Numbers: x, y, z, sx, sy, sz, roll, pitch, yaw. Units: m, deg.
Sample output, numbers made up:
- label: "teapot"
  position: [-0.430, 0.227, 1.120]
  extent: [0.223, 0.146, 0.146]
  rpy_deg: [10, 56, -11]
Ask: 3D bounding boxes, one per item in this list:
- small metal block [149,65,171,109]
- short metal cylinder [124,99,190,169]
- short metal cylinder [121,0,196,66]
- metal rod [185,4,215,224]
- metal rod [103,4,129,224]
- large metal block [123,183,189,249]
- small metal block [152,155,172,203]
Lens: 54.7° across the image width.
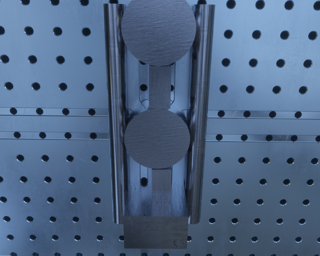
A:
- label: "small metal block"
  position: [0.000, -0.055, 0.378]
  extent: [0.025, 0.050, 0.050]
  rpy_deg: [1, 110, 0]
- label: "short metal cylinder"
  position: [-0.003, 0.006, 0.402]
  extent: [0.081, 0.050, 0.079]
  rpy_deg: [0, 110, 0]
- label: "short metal cylinder"
  position: [-0.001, -0.116, 0.357]
  extent: [0.081, 0.050, 0.079]
  rpy_deg: [0, 110, 0]
- label: "metal rod"
  position: [0.050, -0.004, 0.411]
  extent: [0.025, 0.025, 0.298]
  rpy_deg: [1, 110, 0]
- label: "metal rod"
  position: [-0.056, -0.004, 0.410]
  extent: [0.025, 0.025, 0.298]
  rpy_deg: [1, 110, 0]
- label: "large metal block"
  position: [-0.005, 0.118, 0.427]
  extent: [0.081, 0.080, 0.050]
  rpy_deg: [1, 110, -1]
- label: "small metal block"
  position: [0.002, 0.067, 0.424]
  extent: [0.025, 0.050, 0.050]
  rpy_deg: [0, 110, 0]
